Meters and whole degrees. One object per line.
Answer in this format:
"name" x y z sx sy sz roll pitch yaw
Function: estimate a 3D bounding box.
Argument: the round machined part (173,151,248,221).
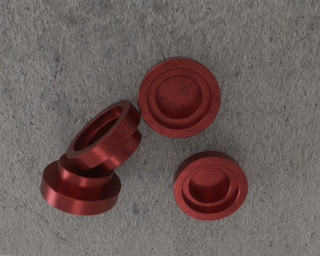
"round machined part" 0.067 0.075 0.429 0.099 0.042 0.097 0 110 0

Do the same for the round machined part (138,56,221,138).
"round machined part" 0.023 -0.040 0.386 0.099 0.042 0.097 0 110 0

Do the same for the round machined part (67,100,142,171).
"round machined part" -0.061 0.014 0.376 0.098 0.098 0.042 -35 114 12

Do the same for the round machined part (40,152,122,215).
"round machined part" -0.097 0.063 0.393 0.099 0.098 0.042 16 109 -6
